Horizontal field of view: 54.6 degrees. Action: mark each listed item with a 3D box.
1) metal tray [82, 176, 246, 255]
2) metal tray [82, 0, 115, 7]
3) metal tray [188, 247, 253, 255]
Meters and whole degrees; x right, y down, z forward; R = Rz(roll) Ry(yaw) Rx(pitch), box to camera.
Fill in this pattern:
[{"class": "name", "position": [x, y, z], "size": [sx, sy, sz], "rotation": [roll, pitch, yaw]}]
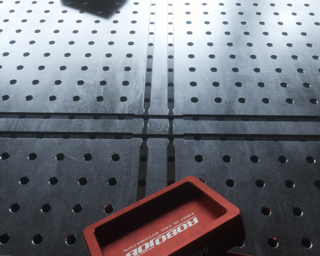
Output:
[{"class": "metal tray", "position": [0.001, 0.100, 0.293], "size": [0.131, 0.030, 0.090], "rotation": [-23, 23, -18]}, {"class": "metal tray", "position": [-0.145, -0.308, 0.662], "size": [0.130, 0.030, 0.090], "rotation": [21, 53, 17]}, {"class": "metal tray", "position": [0.061, 0.174, 0.258], "size": [0.090, 0.030, 0.130], "rotation": [7, 50, 6]}]
